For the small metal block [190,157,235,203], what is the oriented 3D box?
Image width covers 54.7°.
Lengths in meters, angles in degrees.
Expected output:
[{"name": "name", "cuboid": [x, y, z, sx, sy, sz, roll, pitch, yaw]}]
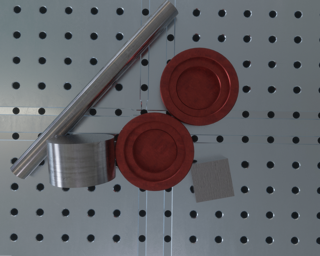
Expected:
[{"name": "small metal block", "cuboid": [0.068, 0.068, 0.414, 0.050, 0.025, 0.050, -10, 90, 0]}]

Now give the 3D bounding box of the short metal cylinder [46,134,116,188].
[{"name": "short metal cylinder", "cuboid": [-0.096, 0.037, 0.382, 0.081, 0.080, 0.050, -2, 97, 0]}]

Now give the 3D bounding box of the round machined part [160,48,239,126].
[{"name": "round machined part", "cuboid": [0.049, -0.052, 0.405, 0.099, 0.042, 0.097, 0, 90, 0]}]

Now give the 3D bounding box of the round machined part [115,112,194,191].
[{"name": "round machined part", "cuboid": [-0.006, 0.029, 0.403, 0.099, 0.042, 0.097, 0, 89, 2]}]

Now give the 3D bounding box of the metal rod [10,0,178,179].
[{"name": "metal rod", "cuboid": [-0.086, -0.051, 0.412, 0.025, 0.025, 0.300, 43, 90, 0]}]
